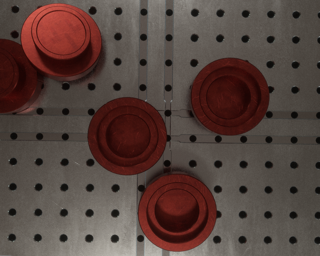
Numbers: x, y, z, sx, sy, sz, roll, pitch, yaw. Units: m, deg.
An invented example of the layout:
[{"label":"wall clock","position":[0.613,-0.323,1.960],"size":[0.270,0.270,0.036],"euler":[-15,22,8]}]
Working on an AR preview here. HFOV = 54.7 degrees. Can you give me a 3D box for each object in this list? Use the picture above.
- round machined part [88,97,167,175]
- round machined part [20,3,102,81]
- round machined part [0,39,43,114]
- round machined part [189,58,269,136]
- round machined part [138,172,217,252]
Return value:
[{"label":"round machined part","position":[-0.041,0.010,0.404],"size":[0.099,0.042,0.097],"euler":[0,90,-1]},{"label":"round machined part","position":[-0.123,-0.112,0.391],"size":[0.099,0.042,0.097],"euler":[2,82,-15]},{"label":"round machined part","position":[-0.208,-0.068,0.402],"size":[0.099,0.042,0.097],"euler":[0,90,-1]},{"label":"round machined part","position":[0.087,-0.039,0.406],"size":[0.099,0.042,0.097],"euler":[0,90,-1]},{"label":"round machined part","position":[0.022,0.105,0.405],"size":[0.099,0.042,0.097],"euler":[0,90,-1]}]
